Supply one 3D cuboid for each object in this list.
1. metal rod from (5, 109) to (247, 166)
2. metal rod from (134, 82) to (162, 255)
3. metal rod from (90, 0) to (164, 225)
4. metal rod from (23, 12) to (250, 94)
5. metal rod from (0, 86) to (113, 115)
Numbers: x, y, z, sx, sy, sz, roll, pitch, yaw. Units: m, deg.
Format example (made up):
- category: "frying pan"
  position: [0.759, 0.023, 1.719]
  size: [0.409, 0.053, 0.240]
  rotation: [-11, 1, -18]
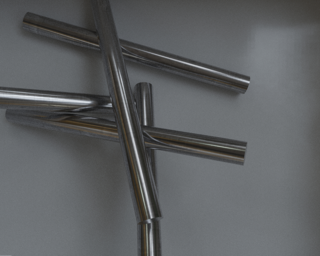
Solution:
- category: "metal rod"
  position: [-0.054, 0.004, 0.363]
  size: [0.301, 0.025, 0.025]
  rotation: [9, 90, 18]
- category: "metal rod"
  position: [-0.014, 0.078, 0.344]
  size: [0.025, 0.025, 0.299]
  rotation: [-3, 62, 0]
- category: "metal rod"
  position: [-0.045, -0.044, 0.350]
  size: [0.025, 0.025, 0.299]
  rotation: [-15, 66, 0]
- category: "metal rod"
  position: [-0.030, -0.099, 0.410]
  size: [0.302, 0.025, 0.025]
  rotation: [16, 90, -1]
- category: "metal rod"
  position: [-0.175, -0.034, 0.345]
  size: [0.303, 0.025, 0.025]
  rotation: [2, 90, -27]
